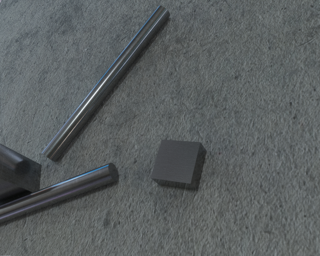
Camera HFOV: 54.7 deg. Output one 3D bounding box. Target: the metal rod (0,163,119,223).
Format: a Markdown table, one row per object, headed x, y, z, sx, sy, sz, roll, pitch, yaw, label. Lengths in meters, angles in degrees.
| x | y | z | sx | sy | sz | roll | pitch | yaw | label |
| --- | --- | --- | --- | --- | --- | --- | --- | --- | --- |
| -0.195 | 0.110 | 0.436 | 0.301 | 0.025 | 0.025 | -22 | 54 | 14 | metal rod |

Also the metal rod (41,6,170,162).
| x | y | z | sx | sy | sz | roll | pitch | yaw | label |
| --- | --- | --- | --- | --- | --- | --- | --- | --- | --- |
| -0.080 | -0.076 | 0.489 | 0.025 | 0.025 | 0.300 | 28 | 76 | 37 | metal rod |

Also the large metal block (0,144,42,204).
| x | y | z | sx | sy | sz | roll | pitch | yaw | label |
| --- | --- | --- | --- | --- | --- | --- | --- | --- | --- |
| -0.232 | 0.073 | 0.443 | 0.080 | 0.080 | 0.050 | -21 | 54 | 15 | large metal block |

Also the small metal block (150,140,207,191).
| x | y | z | sx | sy | sz | roll | pitch | yaw | label |
| --- | --- | --- | --- | --- | --- | --- | --- | --- | --- |
| 0.023 | 0.043 | 0.365 | 0.050 | 0.025 | 0.050 | 3 | 63 | 29 | small metal block |
